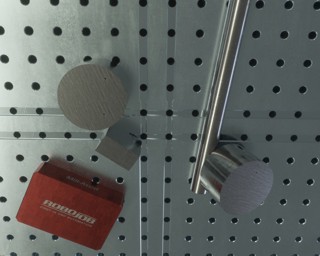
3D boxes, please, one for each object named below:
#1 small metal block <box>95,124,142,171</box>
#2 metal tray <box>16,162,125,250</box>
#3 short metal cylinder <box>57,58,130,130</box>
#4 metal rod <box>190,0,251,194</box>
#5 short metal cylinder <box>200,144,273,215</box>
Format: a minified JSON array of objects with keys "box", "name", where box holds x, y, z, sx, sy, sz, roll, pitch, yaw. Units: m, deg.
[{"box":[-0.053,0.023,0.408,0.050,0.050,0.025,33,107,-12],"name":"small metal block"},{"box":[-0.129,0.116,0.452,0.131,0.030,0.089,25,108,-9],"name":"metal tray"},{"box":[-0.079,-0.043,0.383,0.081,0.050,0.079,0,110,0],"name":"short metal cylinder"},{"box":[0.078,-0.050,0.395,0.025,0.025,0.298,8,110,-3],"name":"metal rod"},{"box":[0.101,0.068,0.412,0.081,0.050,0.079,-9,115,-20],"name":"short metal cylinder"}]
